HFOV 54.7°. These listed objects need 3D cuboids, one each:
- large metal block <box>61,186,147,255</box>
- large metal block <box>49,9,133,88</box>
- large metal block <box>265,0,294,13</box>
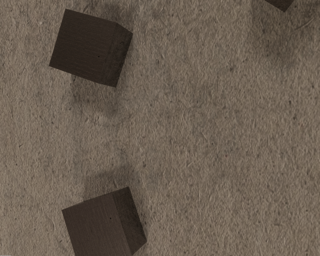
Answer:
[{"bbox_3d":[-0.075,0.133,0.421,0.080,0.050,0.080,-21,83,18],"label":"large metal block"},{"bbox_3d":[-0.094,-0.108,0.428,0.080,0.050,0.080,21,97,18],"label":"large metal block"},{"bbox_3d":[0.140,-0.184,0.330,0.050,0.080,0.080,40,102,15],"label":"large metal block"}]
